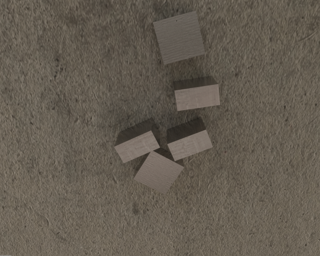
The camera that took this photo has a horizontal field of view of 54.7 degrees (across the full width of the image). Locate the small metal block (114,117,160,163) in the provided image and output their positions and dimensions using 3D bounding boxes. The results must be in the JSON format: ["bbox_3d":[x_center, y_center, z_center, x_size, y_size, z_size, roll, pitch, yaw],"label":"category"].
[{"bbox_3d":[-0.028,0.015,0.401,0.050,0.050,0.025,-24,109,8],"label":"small metal block"}]

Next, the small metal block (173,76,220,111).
[{"bbox_3d":[0.043,-0.044,0.381,0.050,0.050,0.025,-8,110,3],"label":"small metal block"}]

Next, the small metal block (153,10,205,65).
[{"bbox_3d":[0.023,-0.108,0.370,0.050,0.025,0.050,-14,110,5],"label":"small metal block"}]

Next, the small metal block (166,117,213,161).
[{"bbox_3d":[0.037,0.013,0.401,0.050,0.050,0.025,-21,109,7],"label":"small metal block"}]

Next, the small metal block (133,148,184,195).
[{"bbox_3d":[-0.002,0.057,0.431,0.050,0.025,0.050,29,107,-10],"label":"small metal block"}]
